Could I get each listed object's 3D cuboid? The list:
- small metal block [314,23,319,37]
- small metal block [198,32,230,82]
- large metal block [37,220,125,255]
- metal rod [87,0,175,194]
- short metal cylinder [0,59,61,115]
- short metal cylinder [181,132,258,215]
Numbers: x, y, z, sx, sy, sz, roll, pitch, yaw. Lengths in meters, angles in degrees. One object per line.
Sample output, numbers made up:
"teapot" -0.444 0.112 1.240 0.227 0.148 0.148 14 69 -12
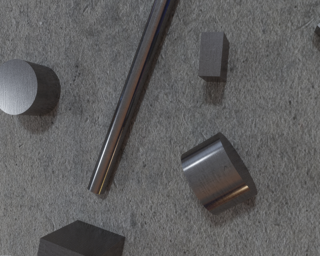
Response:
"small metal block" 0.208 -0.108 0.336 0.050 0.025 0.050 -40 78 15
"small metal block" 0.066 -0.083 0.372 0.025 0.050 0.050 5 92 20
"large metal block" -0.104 0.171 0.415 0.080 0.080 0.050 13 94 19
"metal rod" -0.038 -0.050 0.421 0.025 0.025 0.298 23 97 18
"short metal cylinder" -0.199 -0.059 0.464 0.080 0.050 0.079 0 90 19
"short metal cylinder" 0.068 0.052 0.355 0.050 0.080 0.080 -33 80 17
